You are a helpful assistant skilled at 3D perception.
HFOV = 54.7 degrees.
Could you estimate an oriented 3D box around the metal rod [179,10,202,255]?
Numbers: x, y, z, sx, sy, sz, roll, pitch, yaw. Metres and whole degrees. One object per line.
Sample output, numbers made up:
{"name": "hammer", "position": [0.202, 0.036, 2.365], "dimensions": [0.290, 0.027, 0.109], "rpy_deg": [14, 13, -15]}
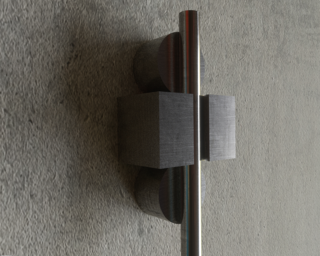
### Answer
{"name": "metal rod", "position": [0.036, 0.013, 0.371], "dimensions": [0.025, 0.025, 0.298], "rpy_deg": [-1, 90, -40]}

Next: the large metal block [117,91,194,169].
{"name": "large metal block", "position": [-0.007, 0.002, 0.364], "dimensions": [0.050, 0.080, 0.080], "rpy_deg": [-1, 91, -40]}

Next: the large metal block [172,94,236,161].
{"name": "large metal block", "position": [0.052, -0.001, 0.413], "dimensions": [0.050, 0.080, 0.080], "rpy_deg": [-1, 91, -40]}

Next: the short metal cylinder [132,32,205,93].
{"name": "short metal cylinder", "position": [0.012, -0.078, 0.399], "dimensions": [0.081, 0.050, 0.080], "rpy_deg": [0, 89, -40]}

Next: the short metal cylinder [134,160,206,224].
{"name": "short metal cylinder", "position": [0.013, 0.078, 0.402], "dimensions": [0.081, 0.050, 0.080], "rpy_deg": [0, 89, -40]}
